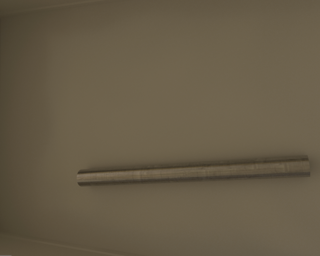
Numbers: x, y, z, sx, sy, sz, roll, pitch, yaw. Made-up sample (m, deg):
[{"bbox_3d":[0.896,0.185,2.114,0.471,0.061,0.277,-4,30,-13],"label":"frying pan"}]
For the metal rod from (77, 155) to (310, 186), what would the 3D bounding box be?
[{"bbox_3d":[0.027,0.058,0.401,0.301,0.025,0.025,-6,88,19],"label":"metal rod"}]
